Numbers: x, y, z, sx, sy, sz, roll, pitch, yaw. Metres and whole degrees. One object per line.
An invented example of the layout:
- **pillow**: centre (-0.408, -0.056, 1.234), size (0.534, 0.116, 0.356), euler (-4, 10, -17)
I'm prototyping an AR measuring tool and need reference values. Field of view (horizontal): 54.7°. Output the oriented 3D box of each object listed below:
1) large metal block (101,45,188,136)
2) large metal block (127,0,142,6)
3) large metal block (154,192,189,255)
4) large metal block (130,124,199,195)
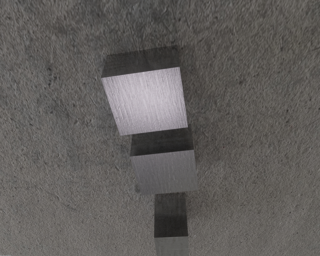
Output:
- **large metal block**: centre (-0.014, -0.042, 0.355), size (0.080, 0.050, 0.080), euler (-7, 130, 6)
- **large metal block**: centre (-0.021, -0.151, 0.235), size (0.080, 0.050, 0.080), euler (36, 164, -27)
- **large metal block**: centre (0.019, 0.165, 0.511), size (0.050, 0.080, 0.080), euler (-3, 130, 3)
- **large metal block**: centre (0.008, 0.045, 0.429), size (0.080, 0.050, 0.080), euler (-7, 130, 5)
